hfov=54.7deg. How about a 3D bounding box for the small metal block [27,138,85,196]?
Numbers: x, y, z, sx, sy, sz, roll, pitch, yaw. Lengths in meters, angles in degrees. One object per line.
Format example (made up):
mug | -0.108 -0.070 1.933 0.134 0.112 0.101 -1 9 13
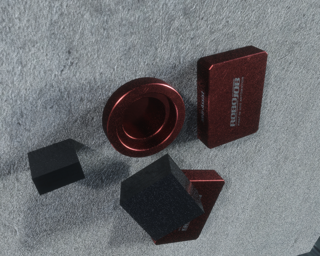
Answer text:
small metal block | -0.119 0.043 0.353 0.050 0.050 0.025 -20 126 -17

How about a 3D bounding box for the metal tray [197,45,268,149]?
metal tray | 0.099 -0.041 0.434 0.091 0.030 0.129 -18 126 -19

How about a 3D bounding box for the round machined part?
round machined part | -0.022 -0.016 0.375 0.099 0.042 0.097 -14 125 -21

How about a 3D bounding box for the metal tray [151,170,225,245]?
metal tray | 0.042 0.130 0.509 0.091 0.030 0.129 5 116 -31

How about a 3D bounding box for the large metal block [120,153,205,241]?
large metal block | 0.002 0.096 0.428 0.080 0.050 0.080 -33 113 10
